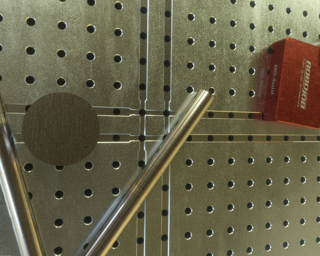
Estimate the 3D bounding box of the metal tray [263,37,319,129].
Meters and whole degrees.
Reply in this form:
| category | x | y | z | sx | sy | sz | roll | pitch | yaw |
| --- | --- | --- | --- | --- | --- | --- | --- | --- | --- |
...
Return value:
| category | x | y | z | sx | sy | sz | roll | pitch | yaw |
| --- | --- | --- | --- | --- | --- | --- | --- | --- | --- |
| metal tray | 0.218 | -0.068 | 0.493 | 0.091 | 0.030 | 0.129 | 9 | 87 | -20 |

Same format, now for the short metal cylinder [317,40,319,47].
| category | x | y | z | sx | sy | sz | roll | pitch | yaw |
| --- | --- | --- | --- | --- | --- | --- | --- | --- | --- |
| short metal cylinder | 0.311 | -0.126 | 0.517 | 0.081 | 0.050 | 0.079 | 0 | 90 | -20 |

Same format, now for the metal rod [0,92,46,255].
| category | x | y | z | sx | sy | sz | roll | pitch | yaw |
| --- | --- | --- | --- | --- | --- | --- | --- | --- | --- |
| metal rod | -0.164 | 0.074 | 0.352 | 0.025 | 0.025 | 0.298 | -15 | 95 | -20 |

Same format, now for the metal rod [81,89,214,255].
| category | x | y | z | sx | sy | sz | roll | pitch | yaw |
| --- | --- | --- | --- | --- | --- | --- | --- | --- | --- |
| metal rod | -0.020 | 0.072 | 0.406 | 0.025 | 0.025 | 0.300 | 40 | 77 | -16 |

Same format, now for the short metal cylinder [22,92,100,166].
| category | x | y | z | sx | sy | sz | roll | pitch | yaw |
| --- | --- | --- | --- | --- | --- | --- | --- | --- | --- |
| short metal cylinder | -0.114 | 0.001 | 0.358 | 0.081 | 0.050 | 0.079 | 0 | 90 | -20 |
